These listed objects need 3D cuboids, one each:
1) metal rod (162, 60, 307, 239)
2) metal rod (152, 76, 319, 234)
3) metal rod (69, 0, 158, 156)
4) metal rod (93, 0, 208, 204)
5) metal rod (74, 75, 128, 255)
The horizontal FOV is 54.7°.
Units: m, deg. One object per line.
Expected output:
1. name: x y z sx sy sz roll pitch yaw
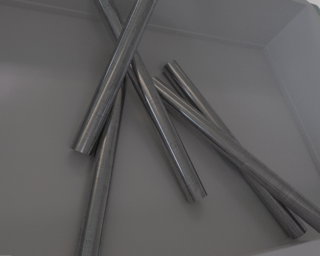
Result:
1. metal rod: 0.101 0.024 0.444 0.025 0.025 0.299 -29 78 -37
2. metal rod: 0.100 0.032 0.416 0.300 0.025 0.025 40 51 8
3. metal rod: -0.035 -0.110 0.371 0.025 0.025 0.299 24 79 -14
4. metal rod: -0.017 -0.047 0.400 0.025 0.025 0.299 -19 80 -35
5. metal rod: -0.061 0.013 0.364 0.025 0.025 0.300 17 55 -19
